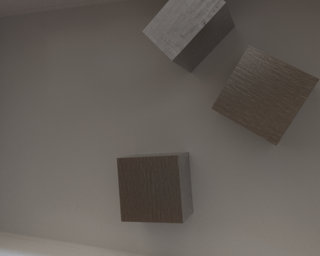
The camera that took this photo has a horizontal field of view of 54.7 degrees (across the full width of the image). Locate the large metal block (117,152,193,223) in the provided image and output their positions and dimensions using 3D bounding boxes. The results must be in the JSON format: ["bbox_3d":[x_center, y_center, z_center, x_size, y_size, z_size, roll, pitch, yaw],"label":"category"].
[{"bbox_3d":[-0.005,0.074,0.399,0.080,0.050,0.080,-5,89,20],"label":"large metal block"}]

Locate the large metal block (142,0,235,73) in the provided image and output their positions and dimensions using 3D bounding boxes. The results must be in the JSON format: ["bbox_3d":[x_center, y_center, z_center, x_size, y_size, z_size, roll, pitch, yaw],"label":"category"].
[{"bbox_3d":[0.037,-0.118,0.368,0.080,0.080,0.050,-46,76,14],"label":"large metal block"}]

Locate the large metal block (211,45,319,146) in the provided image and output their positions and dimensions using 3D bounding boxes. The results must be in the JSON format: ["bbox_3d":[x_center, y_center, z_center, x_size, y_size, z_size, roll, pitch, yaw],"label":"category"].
[{"bbox_3d":[0.118,-0.036,0.355,0.080,0.050,0.080,32,100,17],"label":"large metal block"}]
